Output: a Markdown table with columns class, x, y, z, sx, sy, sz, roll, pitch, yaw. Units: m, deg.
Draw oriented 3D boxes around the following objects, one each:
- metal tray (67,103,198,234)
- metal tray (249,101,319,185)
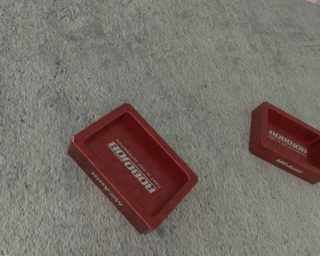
| class | x | y | z | sx | sy | sz | roll | pitch | yaw |
| --- | --- | --- | --- | --- | --- | --- | --- | --- | --- |
| metal tray | -0.029 | 0.043 | 0.358 | 0.130 | 0.030 | 0.091 | 47 | 51 | 5 |
| metal tray | 0.208 | 0.024 | 0.497 | 0.131 | 0.030 | 0.090 | 26 | 53 | -12 |
